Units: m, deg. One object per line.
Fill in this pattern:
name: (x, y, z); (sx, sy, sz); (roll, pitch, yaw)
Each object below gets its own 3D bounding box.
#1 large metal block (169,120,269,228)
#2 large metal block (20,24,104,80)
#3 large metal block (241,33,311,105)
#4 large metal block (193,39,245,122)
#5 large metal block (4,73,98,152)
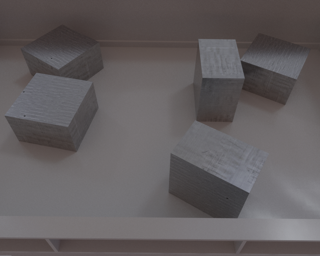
large metal block: (0.058, 0.050, 0.328); (0.080, 0.080, 0.050); (26, 55, 20)
large metal block: (-0.147, -0.106, 0.476); (0.080, 0.050, 0.080); (30, 56, 22)
large metal block: (0.169, -0.091, 0.468); (0.080, 0.050, 0.080); (25, 54, 19)
large metal block: (0.076, -0.065, 0.425); (0.050, 0.080, 0.080); (1, 50, 0)
large metal block: (-0.136, -0.022, 0.405); (0.080, 0.050, 0.080); (10, 51, 8)
